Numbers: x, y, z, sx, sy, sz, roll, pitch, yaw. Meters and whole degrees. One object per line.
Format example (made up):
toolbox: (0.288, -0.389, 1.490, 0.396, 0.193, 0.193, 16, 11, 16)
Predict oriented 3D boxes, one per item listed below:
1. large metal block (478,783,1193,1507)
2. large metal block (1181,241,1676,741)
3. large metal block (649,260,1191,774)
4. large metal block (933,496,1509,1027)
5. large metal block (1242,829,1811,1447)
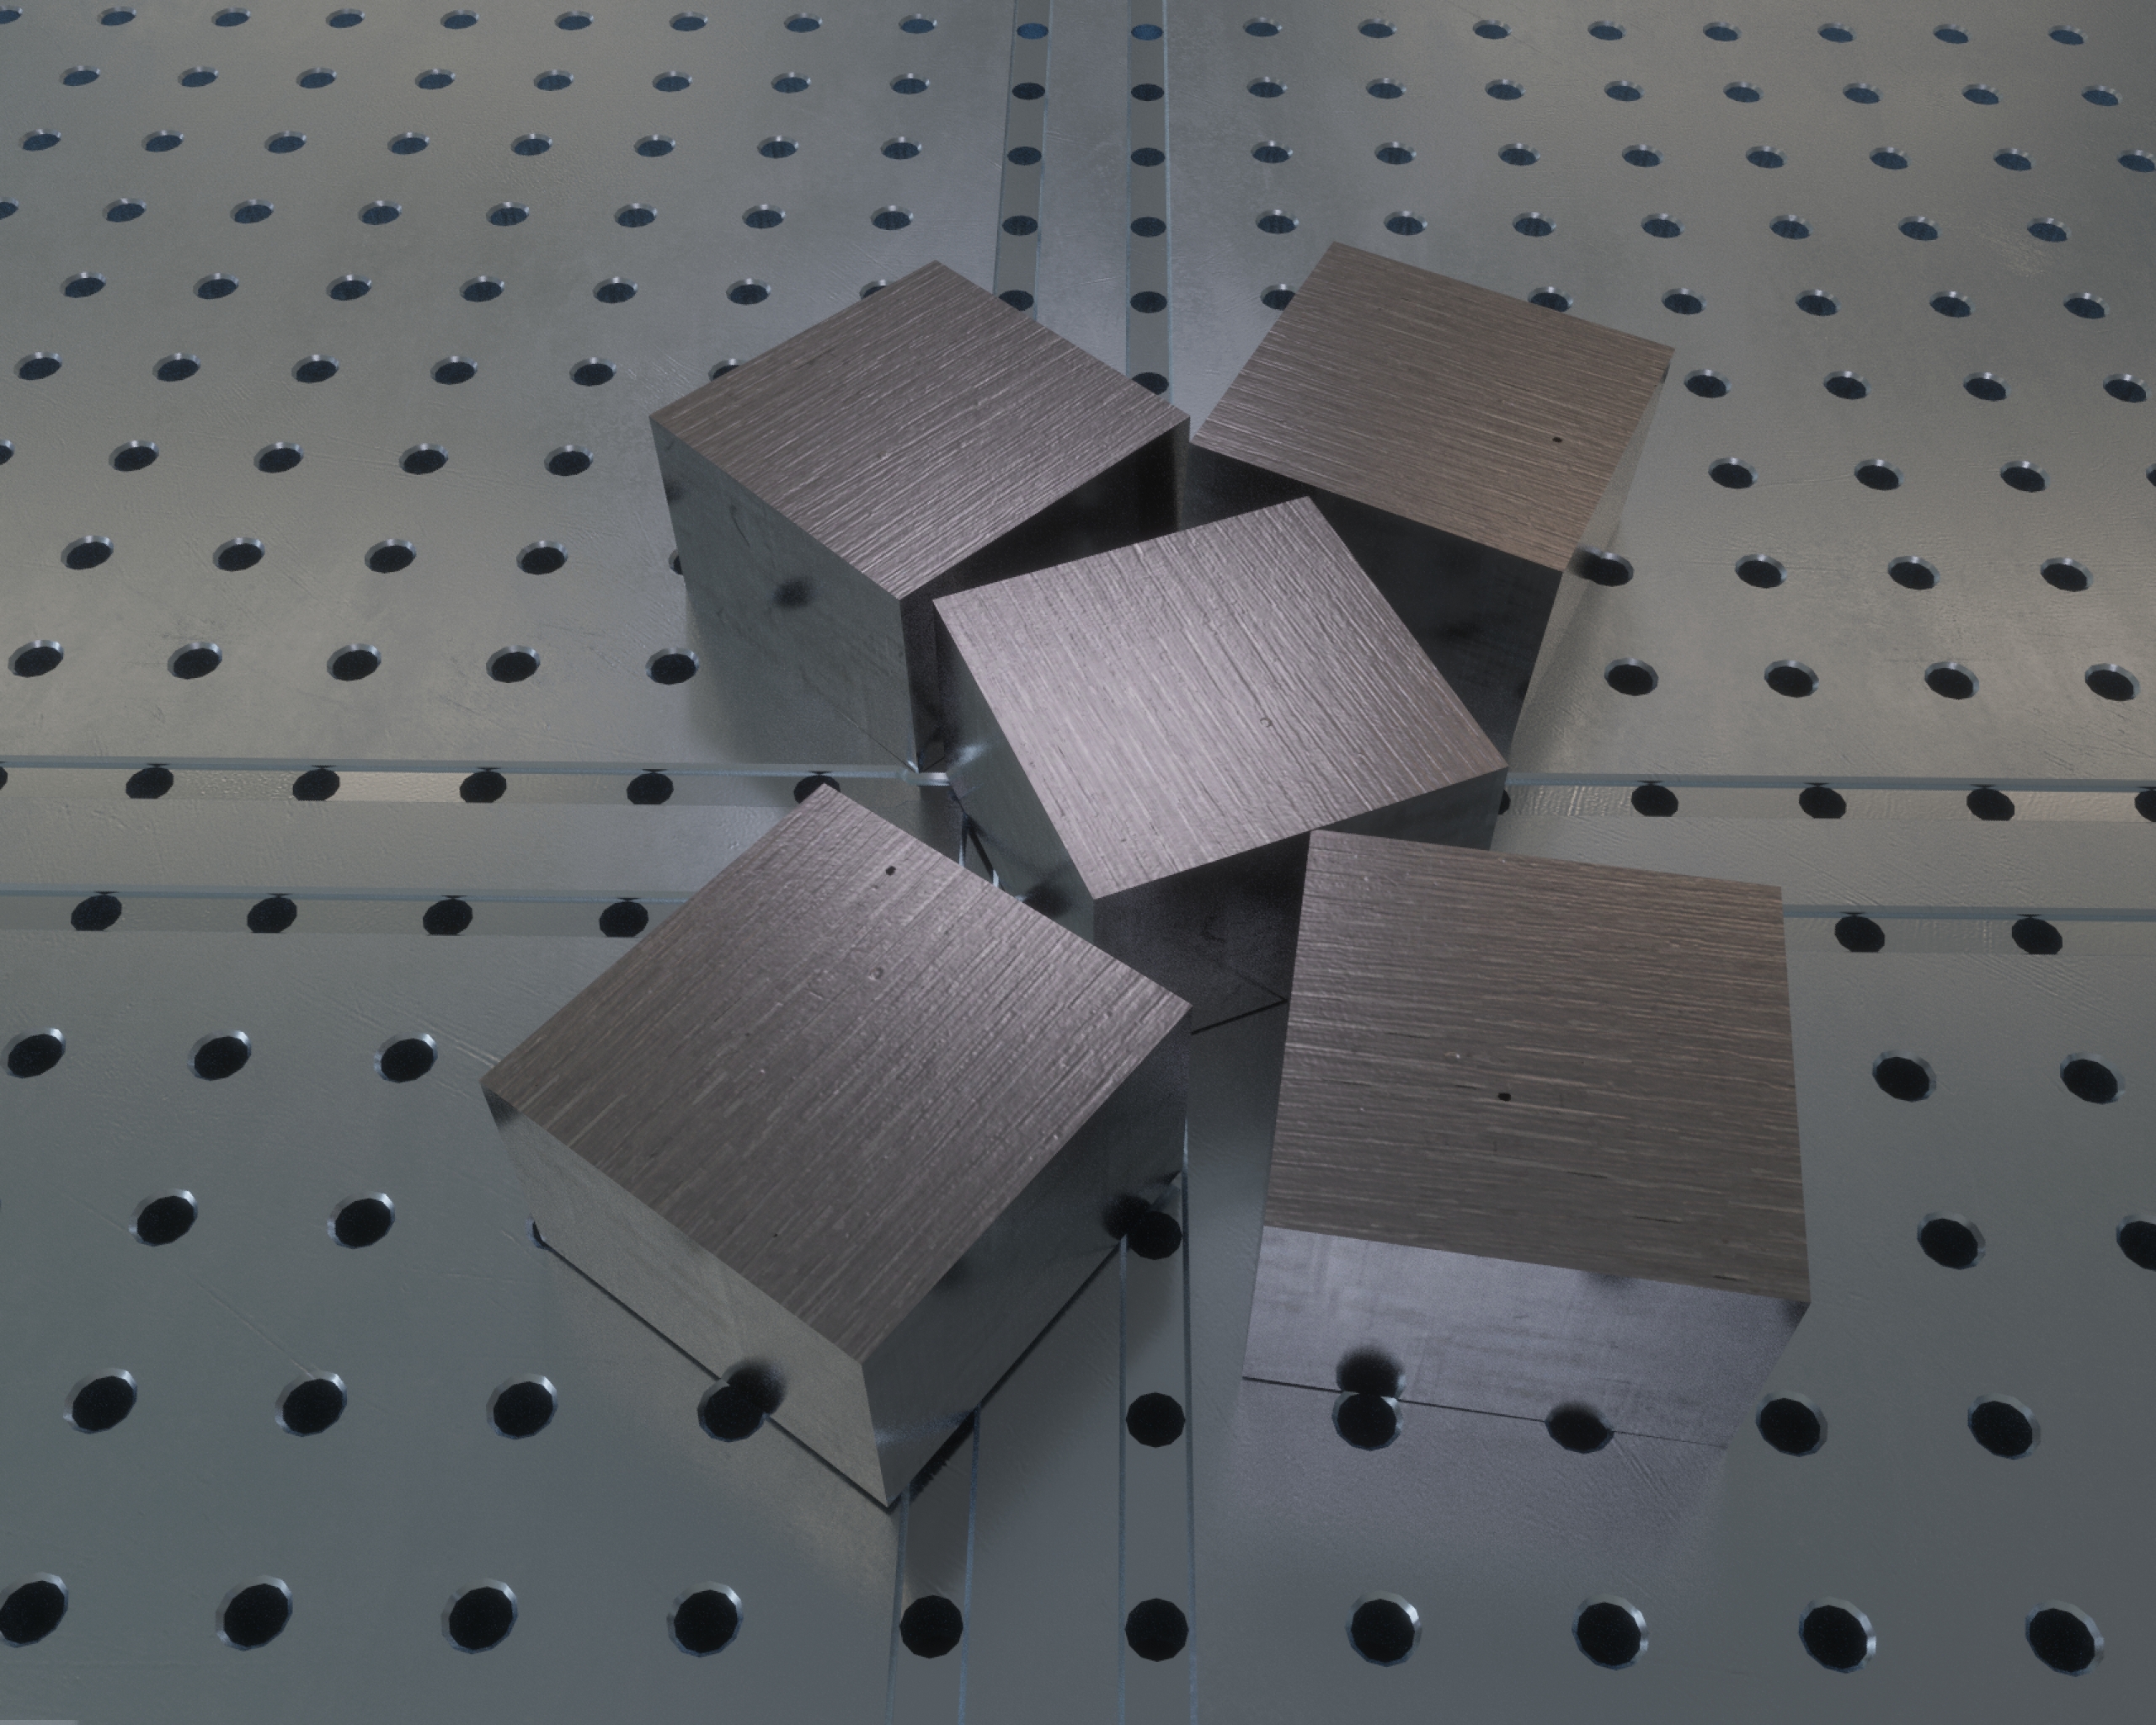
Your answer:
large metal block: (-0.038, 0.045, 0.352, 0.080, 0.050, 0.080, 30, 56, 23)
large metal block: (0.076, -0.084, 0.461, 0.080, 0.050, 0.080, 22, 54, 14)
large metal block: (-0.033, -0.078, 0.457, 0.080, 0.050, 0.080, -37, 59, -26)
large metal block: (0.025, -0.018, 0.406, 0.081, 0.050, 0.080, -18, 52, -14)
large metal block: (0.074, 0.045, 0.354, 0.080, 0.050, 0.080, 7, 50, 5)
